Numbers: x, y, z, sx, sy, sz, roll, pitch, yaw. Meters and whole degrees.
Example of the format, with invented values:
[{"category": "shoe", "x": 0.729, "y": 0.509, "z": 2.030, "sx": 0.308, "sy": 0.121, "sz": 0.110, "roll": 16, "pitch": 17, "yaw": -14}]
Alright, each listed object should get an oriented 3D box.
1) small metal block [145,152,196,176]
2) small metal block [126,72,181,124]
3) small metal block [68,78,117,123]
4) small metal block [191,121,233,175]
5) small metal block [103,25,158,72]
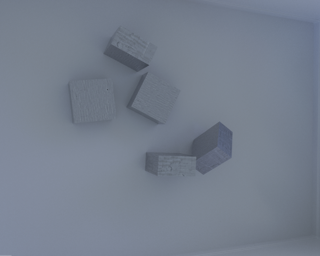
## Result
[{"category": "small metal block", "x": 0.013, "y": 0.047, "z": 0.403, "sx": 0.050, "sy": 0.050, "sz": 0.025, "roll": 3, "pitch": 89, "yaw": -20}, {"category": "small metal block", "x": -0.008, "y": -0.038, "z": 0.408, "sx": 0.050, "sy": 0.025, "sz": 0.050, "roll": 28, "pitch": 81, "yaw": -18}, {"category": "small metal block", "x": -0.083, "y": -0.033, "z": 0.380, "sx": 0.050, "sy": 0.025, "sz": 0.050, "roll": -7, "pitch": 93, "yaw": -20}, {"category": "small metal block", "x": 0.069, "y": 0.027, "z": 0.413, "sx": 0.025, "sy": 0.050, "sz": 0.050, "roll": 38, "pitch": 38, "yaw": -17}, {"category": "small metal block", "x": -0.038, "y": -0.096, "z": 0.384, "sx": 0.050, "sy": 0.050, "sz": 0.025, "roll": 26, "pitch": 82, "yaw": -19}]
